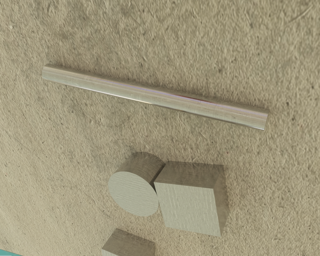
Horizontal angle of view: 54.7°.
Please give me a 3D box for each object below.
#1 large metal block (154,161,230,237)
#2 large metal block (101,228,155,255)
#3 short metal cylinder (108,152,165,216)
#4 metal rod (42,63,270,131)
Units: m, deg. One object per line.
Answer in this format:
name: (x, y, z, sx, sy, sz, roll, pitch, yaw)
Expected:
large metal block: (0.046, 0.095, 0.424, 0.080, 0.050, 0.079, 1, 119, 27)
large metal block: (-0.055, 0.242, 0.567, 0.080, 0.050, 0.079, 13, 124, 20)
short metal cylinder: (-0.028, 0.082, 0.454, 0.080, 0.050, 0.079, 13, 124, 20)
metal rod: (-0.021, -0.044, 0.389, 0.301, 0.025, 0.025, 14, 124, 19)
